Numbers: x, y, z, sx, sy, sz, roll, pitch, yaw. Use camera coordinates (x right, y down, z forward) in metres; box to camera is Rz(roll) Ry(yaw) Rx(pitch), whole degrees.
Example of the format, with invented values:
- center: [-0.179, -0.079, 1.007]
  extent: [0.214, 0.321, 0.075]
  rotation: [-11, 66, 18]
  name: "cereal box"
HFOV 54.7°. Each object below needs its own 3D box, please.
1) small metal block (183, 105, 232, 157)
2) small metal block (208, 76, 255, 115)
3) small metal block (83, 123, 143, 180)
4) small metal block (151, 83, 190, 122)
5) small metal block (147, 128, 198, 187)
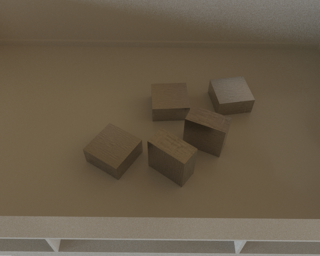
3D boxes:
- center: [0.058, 0.005, 0.386]
  extent: [0.050, 0.050, 0.025]
  rotation: [20, 53, 15]
  name: "small metal block"
- center: [0.101, -0.046, 0.445]
  extent: [0.050, 0.025, 0.050]
  rotation: [-7, 50, -6]
  name: "small metal block"
- center: [-0.057, 0.028, 0.381]
  extent: [0.050, 0.025, 0.050]
  rotation: [27, 55, 20]
  name: "small metal block"
- center: [0.014, -0.037, 0.436]
  extent: [0.050, 0.025, 0.050]
  rotation: [-2, 50, -2]
  name: "small metal block"
- center: [0.013, 0.035, 0.360]
  extent: [0.050, 0.050, 0.025]
  rotation: [31, 56, 23]
  name: "small metal block"
